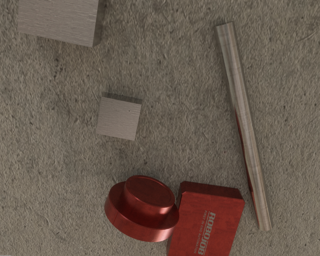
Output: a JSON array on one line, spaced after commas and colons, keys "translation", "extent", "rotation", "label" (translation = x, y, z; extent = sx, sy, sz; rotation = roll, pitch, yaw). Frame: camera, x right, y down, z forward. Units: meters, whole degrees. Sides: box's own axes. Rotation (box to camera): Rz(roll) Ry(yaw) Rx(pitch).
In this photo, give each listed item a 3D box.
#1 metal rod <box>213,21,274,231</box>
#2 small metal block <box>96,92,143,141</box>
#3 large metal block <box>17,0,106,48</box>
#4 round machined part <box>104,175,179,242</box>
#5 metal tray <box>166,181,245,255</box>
[{"translation": [0.116, 0.012, 0.415], "extent": [0.025, 0.025, 0.298], "rotation": [-15, 110, 5], "label": "metal rod"}, {"translation": [-0.053, -0.015, 0.404], "extent": [0.050, 0.025, 0.050], "rotation": [11, 110, -5], "label": "small metal block"}, {"translation": [-0.105, -0.140, 0.344], "extent": [0.081, 0.050, 0.079], "rotation": [11, 110, -5], "label": "large metal block"}, {"translation": [-0.019, 0.098, 0.407], "extent": [0.099, 0.098, 0.042], "rotation": [20, 109, -8], "label": "round machined part"}, {"translation": [0.065, 0.148, 0.462], "extent": [0.091, 0.030, 0.129], "rotation": [9, 110, -4], "label": "metal tray"}]
